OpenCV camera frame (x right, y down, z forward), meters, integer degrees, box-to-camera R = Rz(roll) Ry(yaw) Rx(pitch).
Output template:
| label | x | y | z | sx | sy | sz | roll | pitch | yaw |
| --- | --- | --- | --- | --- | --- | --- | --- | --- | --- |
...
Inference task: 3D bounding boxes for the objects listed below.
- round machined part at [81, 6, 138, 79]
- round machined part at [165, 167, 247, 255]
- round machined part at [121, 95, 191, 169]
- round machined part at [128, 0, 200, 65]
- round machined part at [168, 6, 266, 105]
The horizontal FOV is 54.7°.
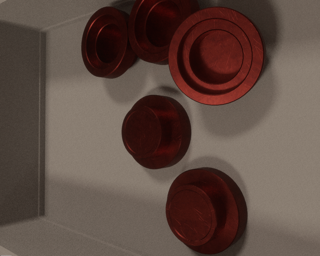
| label | x | y | z | sx | sy | sz | roll | pitch | yaw |
| --- | --- | --- | --- | --- | --- | --- | --- | --- | --- |
| round machined part | -0.067 | -0.120 | 0.449 | 0.098 | 0.042 | 0.097 | 0 | 90 | 39 |
| round machined part | 0.045 | 0.096 | 0.357 | 0.098 | 0.042 | 0.097 | 0 | 90 | 39 |
| round machined part | -0.012 | 0.005 | 0.404 | 0.098 | 0.042 | 0.097 | 0 | 90 | 39 |
| round machined part | 0.010 | -0.127 | 0.386 | 0.098 | 0.042 | 0.097 | 0 | 90 | 39 |
| round machined part | 0.062 | -0.076 | 0.330 | 0.098 | 0.042 | 0.097 | 6 | 106 | 22 |
